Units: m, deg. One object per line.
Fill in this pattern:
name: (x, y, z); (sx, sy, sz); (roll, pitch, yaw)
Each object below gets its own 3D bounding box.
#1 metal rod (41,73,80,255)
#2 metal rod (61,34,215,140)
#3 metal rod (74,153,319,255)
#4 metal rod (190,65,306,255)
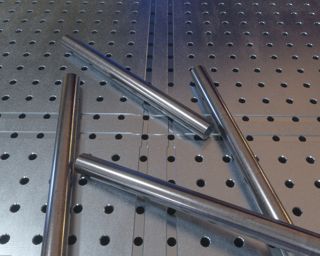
metal rod: (-0.116, 0.040, 0.373); (0.025, 0.025, 0.300); (-5, 50, -4)
metal rod: (-0.048, -0.072, 0.468); (0.300, 0.025, 0.025); (35, 58, 25)
metal rod: (0.041, 0.080, 0.320); (0.301, 0.025, 0.025); (16, 52, 20)
metal rod: (0.098, 0.024, 0.388); (0.025, 0.025, 0.300); (-12, 51, -10)
